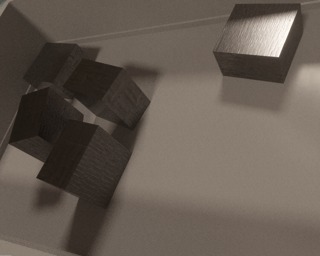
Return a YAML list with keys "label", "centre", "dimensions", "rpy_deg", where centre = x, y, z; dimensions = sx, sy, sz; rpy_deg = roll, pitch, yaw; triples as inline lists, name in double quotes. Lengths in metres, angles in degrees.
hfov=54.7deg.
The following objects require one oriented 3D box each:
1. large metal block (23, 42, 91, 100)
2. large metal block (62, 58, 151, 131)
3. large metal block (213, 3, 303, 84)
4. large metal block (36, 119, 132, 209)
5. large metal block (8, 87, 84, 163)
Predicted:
- label: "large metal block"
  centre: [-0.176, -0.101, 0.542]
  dimensions: [0.080, 0.050, 0.080]
  rpy_deg: [12, 68, 33]
- label: "large metal block"
  centre: [-0.073, -0.047, 0.436]
  dimensions: [0.080, 0.080, 0.050]
  rpy_deg: [20, 72, 35]
- label: "large metal block"
  centre: [0.125, -0.108, 0.390]
  dimensions: [0.080, 0.050, 0.080]
  rpy_deg: [15, 69, 33]
- label: "large metal block"
  centre: [-0.090, 0.046, 0.388]
  dimensions: [0.050, 0.080, 0.080]
  rpy_deg: [11, 67, 32]
- label: "large metal block"
  centre: [-0.161, 0.000, 0.453]
  dimensions: [0.050, 0.080, 0.080]
  rpy_deg: [-13, 56, 20]
